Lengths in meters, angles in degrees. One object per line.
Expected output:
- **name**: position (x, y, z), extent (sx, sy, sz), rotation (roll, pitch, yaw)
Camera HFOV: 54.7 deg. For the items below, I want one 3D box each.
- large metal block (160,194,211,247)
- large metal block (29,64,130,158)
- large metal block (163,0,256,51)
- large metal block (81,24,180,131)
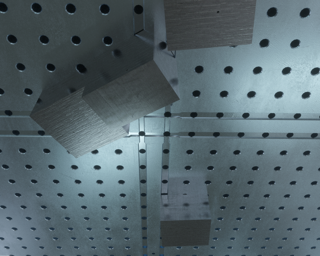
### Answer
- **large metal block**: position (0.042, 0.159, 0.531), extent (0.081, 0.050, 0.079), rotation (-2, 130, 1)
- **large metal block**: position (-0.092, -0.019, 0.378), extent (0.080, 0.050, 0.080), rotation (-24, 126, 19)
- **large metal block**: position (0.044, -0.123, 0.291), extent (0.080, 0.050, 0.080), rotation (-4, 130, 3)
- **large metal block**: position (-0.028, -0.054, 0.329), extent (0.080, 0.080, 0.050), rotation (-24, 126, 19)
